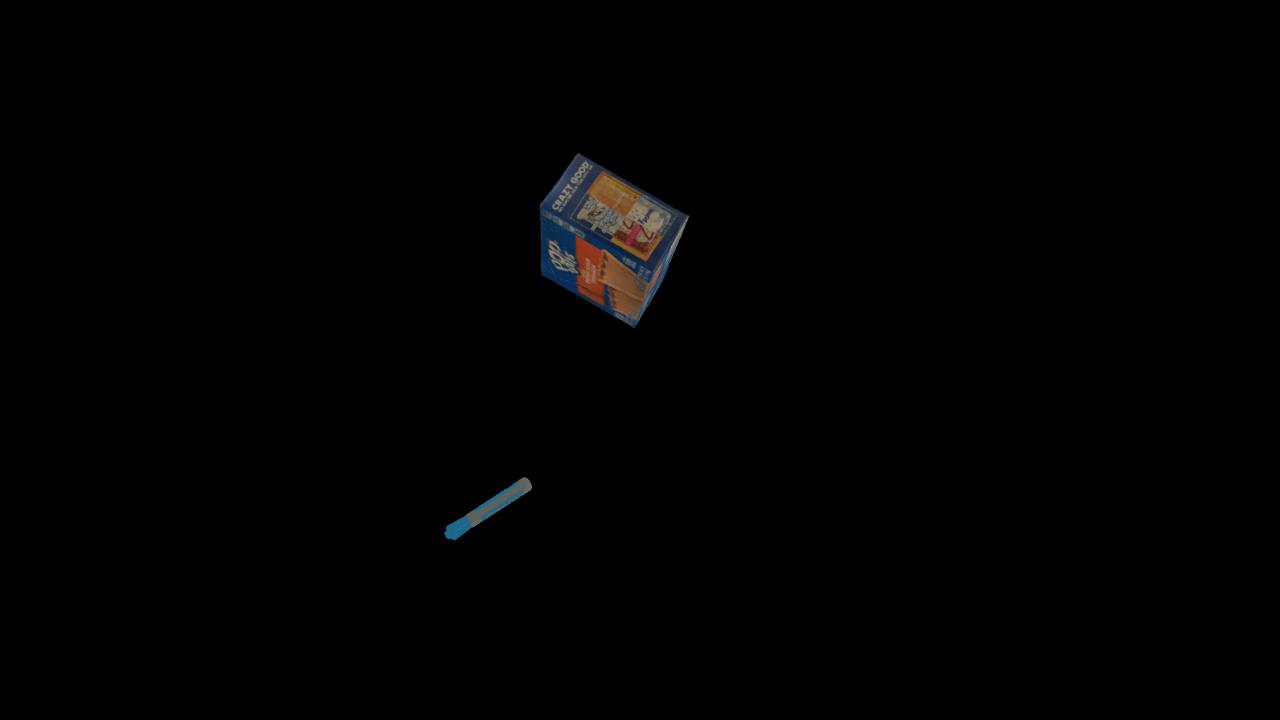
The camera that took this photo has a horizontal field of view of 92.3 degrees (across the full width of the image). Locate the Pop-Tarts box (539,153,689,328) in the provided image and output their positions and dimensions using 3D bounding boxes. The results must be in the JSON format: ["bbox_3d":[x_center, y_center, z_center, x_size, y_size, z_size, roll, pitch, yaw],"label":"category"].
[{"bbox_3d":[-0.037,-0.131,0.719,0.141,0.083,0.167,31,-20,2],"label":"Pop-Tarts box"}]

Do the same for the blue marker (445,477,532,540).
[{"bbox_3d":[-0.179,0.176,0.730,0.020,0.020,0.121,0,20,41],"label":"blue marker"}]
